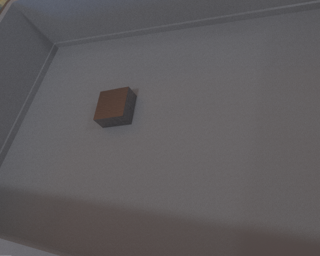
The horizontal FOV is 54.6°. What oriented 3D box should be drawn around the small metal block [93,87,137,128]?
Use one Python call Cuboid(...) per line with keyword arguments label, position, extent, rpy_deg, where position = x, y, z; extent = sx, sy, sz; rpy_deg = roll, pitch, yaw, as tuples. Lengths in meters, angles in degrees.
Cuboid(label="small metal block", position=(-0.066, -0.030, 0.460), extent=(0.050, 0.025, 0.050), rpy_deg=(-7, 59, 25))
